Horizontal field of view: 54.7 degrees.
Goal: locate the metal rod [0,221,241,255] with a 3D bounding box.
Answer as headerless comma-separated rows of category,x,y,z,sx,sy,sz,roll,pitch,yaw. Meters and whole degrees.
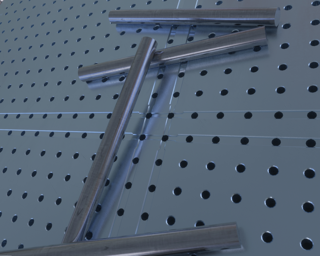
metal rod,-0.066,0.135,0.339,0.301,0.025,0.025,-12,57,14

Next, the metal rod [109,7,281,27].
metal rod,0.035,-0.179,0.497,0.300,0.025,0.025,13,69,33

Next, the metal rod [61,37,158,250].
metal rod,-0.062,0.009,0.416,0.025,0.025,0.299,9,71,31

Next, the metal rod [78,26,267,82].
metal rod,0.004,-0.107,0.470,0.301,0.025,0.025,-6,59,24
